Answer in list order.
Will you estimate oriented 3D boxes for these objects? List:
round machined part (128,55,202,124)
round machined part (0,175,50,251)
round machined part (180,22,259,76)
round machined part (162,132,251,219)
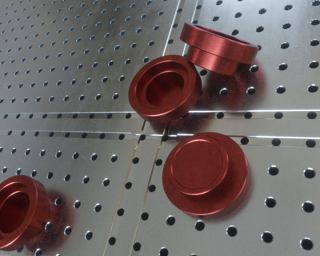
[{"bbox_3d":[0.010,-0.048,0.420,0.098,0.042,0.098,-13,56,20],"label":"round machined part"},{"bbox_3d":[-0.192,0.117,0.424,0.098,0.042,0.098,-13,56,20],"label":"round machined part"},{"bbox_3d":[0.071,-0.099,0.396,0.098,0.099,0.042,38,119,38],"label":"round machined part"},{"bbox_3d":[0.047,0.047,0.343,0.098,0.042,0.098,-13,56,20],"label":"round machined part"}]
